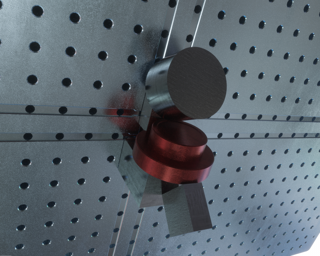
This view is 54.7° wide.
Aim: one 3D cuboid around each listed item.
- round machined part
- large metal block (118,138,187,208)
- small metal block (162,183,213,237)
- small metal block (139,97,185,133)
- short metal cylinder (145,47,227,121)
[{"bbox_3d":[0.019,0.022,0.376,0.099,0.098,0.042,1,118,-29],"label":"round machined part"},{"bbox_3d":[-0.001,0.055,0.410,0.081,0.080,0.050,1,118,-29],"label":"large metal block"},{"bbox_3d":[0.029,0.094,0.353,0.025,0.050,0.050,1,156,-30],"label":"small metal block"},{"bbox_3d":[0.005,-0.022,0.401,0.050,0.025,0.050,1,118,-29],"label":"small metal block"},{"bbox_3d":[0.030,-0.049,0.361,0.081,0.050,0.080,1,88,-29],"label":"short metal cylinder"}]
